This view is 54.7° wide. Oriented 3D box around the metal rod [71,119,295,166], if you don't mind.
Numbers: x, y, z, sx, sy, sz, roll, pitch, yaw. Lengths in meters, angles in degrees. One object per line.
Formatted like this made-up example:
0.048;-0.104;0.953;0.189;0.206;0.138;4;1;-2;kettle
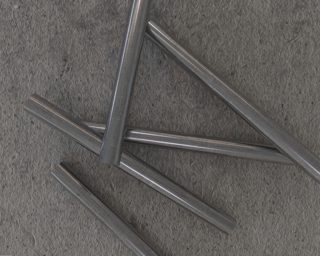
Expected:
0.028;0.018;0.409;0.302;0.025;0.025;7;90;0;metal rod

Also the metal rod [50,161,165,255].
-0.027;0.156;0.409;0.300;0.025;0.025;44;90;0;metal rod

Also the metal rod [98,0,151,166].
-0.034;-0.103;0.385;0.025;0.025;0.299;10;80;0;metal rod

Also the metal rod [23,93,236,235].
-0.032;0.049;0.393;0.301;0.025;0.025;33;90;-7;metal rod

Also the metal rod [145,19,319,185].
0.097;-0.035;0.395;0.300;0.025;0.025;41;90;6;metal rod
